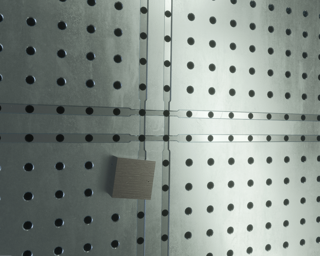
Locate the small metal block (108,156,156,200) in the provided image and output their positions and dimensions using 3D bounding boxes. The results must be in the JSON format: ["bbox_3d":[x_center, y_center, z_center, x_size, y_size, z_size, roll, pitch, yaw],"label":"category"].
[{"bbox_3d":[-0.036,0.064,0.400,0.050,0.025,0.050,8,87,-20],"label":"small metal block"}]
